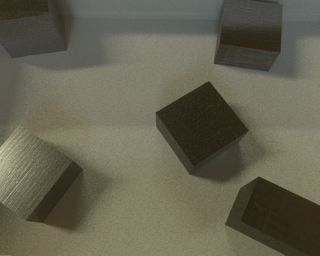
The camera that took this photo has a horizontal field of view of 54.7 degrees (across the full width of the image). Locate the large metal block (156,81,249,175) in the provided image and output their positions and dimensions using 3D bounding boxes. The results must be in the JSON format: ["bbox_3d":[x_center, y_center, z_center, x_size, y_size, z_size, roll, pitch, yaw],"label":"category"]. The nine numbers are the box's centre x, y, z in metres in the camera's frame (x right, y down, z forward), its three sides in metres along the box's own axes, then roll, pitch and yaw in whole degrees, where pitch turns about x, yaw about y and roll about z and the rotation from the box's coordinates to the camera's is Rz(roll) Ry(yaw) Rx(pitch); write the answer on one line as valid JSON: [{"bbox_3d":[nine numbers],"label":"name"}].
[{"bbox_3d":[0.050,0.000,0.396,0.080,0.050,0.080,-31,73,-11],"label":"large metal block"}]

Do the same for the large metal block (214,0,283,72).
[{"bbox_3d":[0.126,-0.134,0.446,0.080,0.050,0.080,9,70,3],"label":"large metal block"}]

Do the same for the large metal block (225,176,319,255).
[{"bbox_3d":[0.127,0.101,0.344,0.080,0.080,0.050,26,72,9],"label":"large metal block"}]

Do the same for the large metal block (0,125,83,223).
[{"bbox_3d":[-0.156,0.056,0.375,0.080,0.050,0.080,32,73,11],"label":"large metal block"}]

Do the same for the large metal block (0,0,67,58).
[{"bbox_3d":[-0.184,-0.146,0.432,0.081,0.080,0.050,-10,71,-4],"label":"large metal block"}]
